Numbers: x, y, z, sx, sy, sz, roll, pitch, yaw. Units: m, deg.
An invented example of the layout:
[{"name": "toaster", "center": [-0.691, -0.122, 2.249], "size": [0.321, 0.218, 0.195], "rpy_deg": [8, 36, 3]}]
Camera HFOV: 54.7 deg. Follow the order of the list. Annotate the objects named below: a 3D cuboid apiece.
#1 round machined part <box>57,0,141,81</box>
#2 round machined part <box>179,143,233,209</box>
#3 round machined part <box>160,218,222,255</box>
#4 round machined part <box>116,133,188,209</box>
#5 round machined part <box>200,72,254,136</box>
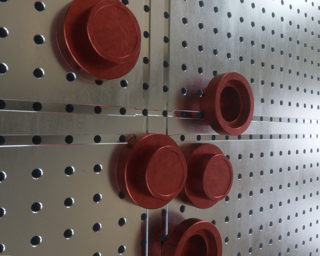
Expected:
[{"name": "round machined part", "center": [-0.060, -0.104, 0.349], "size": [0.099, 0.042, 0.097], "rpy_deg": [0, 90, -40]}, {"name": "round machined part", "center": [0.072, 0.071, 0.461], "size": [0.099, 0.042, 0.097], "rpy_deg": [0, 90, -40]}, {"name": "round machined part", "center": [0.040, 0.175, 0.434], "size": [0.099, 0.042, 0.097], "rpy_deg": [0, 90, -40]}, {"name": "round machined part", "center": [-0.003, 0.056, 0.398], "size": [0.099, 0.042, 0.097], "rpy_deg": [0, 90, -40]}, {"name": "round machined part", "center": [0.102, -0.037, 0.486], "size": [0.099, 0.042, 0.097], "rpy_deg": [0, 90, -40]}]
